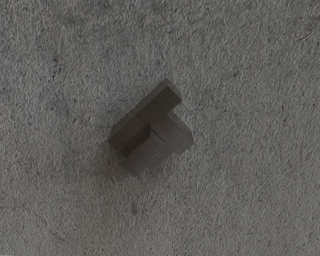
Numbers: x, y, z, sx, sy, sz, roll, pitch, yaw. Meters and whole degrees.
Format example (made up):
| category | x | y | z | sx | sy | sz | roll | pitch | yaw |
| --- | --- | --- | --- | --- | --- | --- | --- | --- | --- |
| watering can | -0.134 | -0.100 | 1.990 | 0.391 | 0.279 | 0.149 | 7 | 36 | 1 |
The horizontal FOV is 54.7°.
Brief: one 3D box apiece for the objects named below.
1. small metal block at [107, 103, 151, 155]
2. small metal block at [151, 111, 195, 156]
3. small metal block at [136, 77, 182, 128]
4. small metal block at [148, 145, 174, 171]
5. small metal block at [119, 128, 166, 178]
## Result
| category | x | y | z | sx | sy | sz | roll | pitch | yaw |
| --- | --- | --- | --- | --- | --- | --- | --- | --- | --- |
| small metal block | -0.038 | 0.000 | 0.397 | 0.050 | 0.050 | 0.025 | -42 | 105 | 13 |
| small metal block | 0.016 | 0.001 | 0.398 | 0.025 | 0.050 | 0.050 | -41 | 105 | 13 |
| small metal block | -0.001 | -0.033 | 0.385 | 0.050 | 0.050 | 0.025 | -42 | 105 | 13 |
| small metal block | -0.011 | 0.021 | 0.419 | 0.050 | 0.025 | 0.050 | -41 | 106 | 13 |
| small metal block | -0.020 | 0.025 | 0.380 | 0.050 | 0.050 | 0.025 | -42 | 105 | 13 |
